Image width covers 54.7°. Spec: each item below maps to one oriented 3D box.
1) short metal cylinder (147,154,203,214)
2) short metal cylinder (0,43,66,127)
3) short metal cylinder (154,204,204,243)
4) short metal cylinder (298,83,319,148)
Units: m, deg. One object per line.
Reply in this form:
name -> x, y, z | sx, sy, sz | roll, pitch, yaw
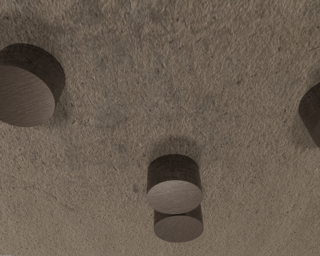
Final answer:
short metal cylinder -> 0.021, 0.085, 0.463 | 0.081, 0.050, 0.079 | 0, 130, 0
short metal cylinder -> -0.153, -0.047, 0.348 | 0.081, 0.050, 0.079 | 0, 130, 0
short metal cylinder -> 0.030, 0.148, 0.517 | 0.081, 0.050, 0.079 | 0, 130, 0
short metal cylinder -> 0.221, -0.016, 0.381 | 0.081, 0.050, 0.079 | 0, 130, 0
